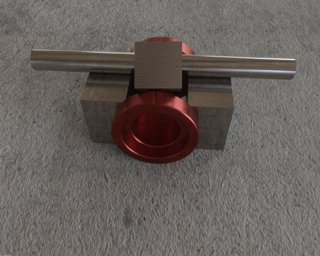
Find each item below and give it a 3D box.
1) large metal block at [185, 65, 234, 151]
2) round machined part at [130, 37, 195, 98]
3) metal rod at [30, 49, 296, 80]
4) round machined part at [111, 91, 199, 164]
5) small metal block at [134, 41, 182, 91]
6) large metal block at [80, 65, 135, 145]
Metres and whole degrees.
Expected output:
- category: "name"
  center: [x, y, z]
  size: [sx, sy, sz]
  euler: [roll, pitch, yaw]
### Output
- category: "large metal block"
  center: [0.058, -0.028, 0.393]
  size: [0.050, 0.080, 0.080]
  euler: [3, 50, 2]
- category: "round machined part"
  center: [0.002, -0.069, 0.415]
  size: [0.099, 0.097, 0.042]
  euler: [3, 51, 2]
- category: "metal rod"
  center: [0.002, -0.075, 0.364]
  size: [0.302, 0.025, 0.025]
  euler: [2, 50, 2]
- category: "round machined part"
  center: [-0.004, -0.005, 0.361]
  size: [0.099, 0.097, 0.042]
  euler: [4, 45, 3]
- category: "small metal block"
  center: [-0.001, -0.067, 0.339]
  size: [0.050, 0.025, 0.050]
  euler: [0, 90, 2]
- category: "large metal block"
  center: [-0.060, -0.035, 0.398]
  size: [0.050, 0.080, 0.080]
  euler: [3, 50, 3]
